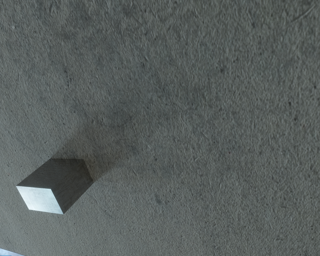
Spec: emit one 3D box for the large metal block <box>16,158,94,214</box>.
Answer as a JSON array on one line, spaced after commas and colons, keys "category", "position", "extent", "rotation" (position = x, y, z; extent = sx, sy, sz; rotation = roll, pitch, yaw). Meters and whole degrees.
[{"category": "large metal block", "position": [-0.175, 0.095, 0.522], "extent": [0.080, 0.080, 0.050], "rotation": [-2, 117, 29]}]
